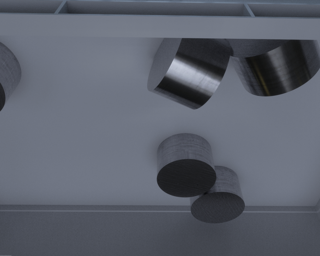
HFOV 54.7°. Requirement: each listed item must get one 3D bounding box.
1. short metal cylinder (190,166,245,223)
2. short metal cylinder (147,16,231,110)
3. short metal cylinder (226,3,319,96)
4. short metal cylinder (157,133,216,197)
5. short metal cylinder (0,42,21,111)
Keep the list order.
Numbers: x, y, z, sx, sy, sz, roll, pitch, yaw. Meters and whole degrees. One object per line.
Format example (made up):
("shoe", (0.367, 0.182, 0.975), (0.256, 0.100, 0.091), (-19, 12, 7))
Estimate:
("short metal cylinder", (0.086, 0.104, 0.482), (0.081, 0.050, 0.079), (0, 130, 0))
("short metal cylinder", (0.027, -0.065, 0.318), (0.050, 0.080, 0.080), (22, 127, -17))
("short metal cylinder", (0.111, -0.077, 0.308), (0.080, 0.080, 0.050), (-25, 126, 19))
("short metal cylinder", (0.036, 0.053, 0.438), (0.081, 0.050, 0.079), (0, 130, 0))
("short metal cylinder", (-0.204, -0.057, 0.342), (0.081, 0.050, 0.079), (0, 130, 0))
